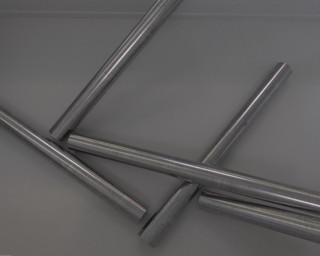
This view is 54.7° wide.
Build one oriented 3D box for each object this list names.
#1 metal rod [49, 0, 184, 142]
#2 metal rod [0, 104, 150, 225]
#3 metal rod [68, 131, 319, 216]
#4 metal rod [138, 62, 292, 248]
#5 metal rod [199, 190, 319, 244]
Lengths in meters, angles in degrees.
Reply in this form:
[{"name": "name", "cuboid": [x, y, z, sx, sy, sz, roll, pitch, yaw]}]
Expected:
[{"name": "metal rod", "cuboid": [-0.036, -0.100, 0.385, 0.025, 0.025, 0.299, 44, 99, 14]}, {"name": "metal rod", "cuboid": [-0.145, 0.027, 0.398, 0.301, 0.025, 0.025, 32, 73, 11]}, {"name": "metal rod", "cuboid": [0.029, 0.049, 0.366, 0.301, 0.025, 0.025, 13, 70, 14]}, {"name": "metal rod", "cuboid": [0.080, 0.024, 0.401, 0.025, 0.025, 0.301, 38, 74, 13]}, {"name": "metal rod", "cuboid": [0.179, 0.106, 0.301, 0.300, 0.025, 0.025, 8, 68, 32]}]
